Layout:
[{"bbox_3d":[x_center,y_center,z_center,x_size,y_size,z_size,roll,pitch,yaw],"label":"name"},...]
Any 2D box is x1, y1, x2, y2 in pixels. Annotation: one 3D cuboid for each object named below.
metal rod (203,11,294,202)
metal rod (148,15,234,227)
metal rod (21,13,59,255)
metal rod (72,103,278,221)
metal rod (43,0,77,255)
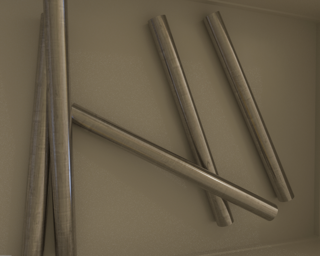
[{"bbox_3d":[0.134,-0.025,0.459,0.025,0.025,0.299,-28,99,-18],"label":"metal rod"},{"bbox_3d":[0.045,-0.004,0.426,0.025,0.025,0.298,-22,97,-19],"label":"metal rod"},{"bbox_3d":[-0.137,0.018,0.359,0.025,0.025,0.298,5,88,-20],"label":"metal rod"},{"bbox_3d":[0.023,0.049,0.399,0.301,0.025,0.025,27,81,-11],"label":"metal rod"},{"bbox_3d":[-0.112,0.006,0.350,0.025,0.025,0.298,-3,98,-20],"label":"metal rod"}]
